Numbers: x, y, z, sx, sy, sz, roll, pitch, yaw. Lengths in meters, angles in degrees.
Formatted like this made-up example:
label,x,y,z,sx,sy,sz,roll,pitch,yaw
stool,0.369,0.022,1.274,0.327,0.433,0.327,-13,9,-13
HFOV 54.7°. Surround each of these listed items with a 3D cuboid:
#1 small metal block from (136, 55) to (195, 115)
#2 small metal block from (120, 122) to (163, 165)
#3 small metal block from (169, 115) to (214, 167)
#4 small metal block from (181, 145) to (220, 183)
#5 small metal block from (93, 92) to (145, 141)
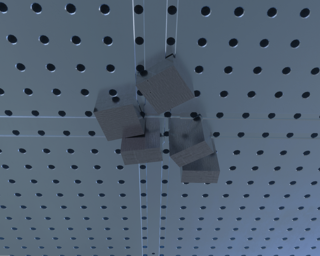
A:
label,x,y,z,sx,sy,sz,roll,pitch,yaw
small metal block,0.007,-0.050,0.369,0.050,0.025,0.050,-25,126,19
small metal block,-0.023,0.020,0.412,0.050,0.050,0.025,-7,130,5
small metal block,0.040,0.017,0.411,0.050,0.050,0.025,-26,126,20
small metal block,0.055,0.050,0.439,0.050,0.050,0.025,2,130,-2
small metal block,-0.051,-0.014,0.399,0.050,0.025,0.050,-11,129,9
